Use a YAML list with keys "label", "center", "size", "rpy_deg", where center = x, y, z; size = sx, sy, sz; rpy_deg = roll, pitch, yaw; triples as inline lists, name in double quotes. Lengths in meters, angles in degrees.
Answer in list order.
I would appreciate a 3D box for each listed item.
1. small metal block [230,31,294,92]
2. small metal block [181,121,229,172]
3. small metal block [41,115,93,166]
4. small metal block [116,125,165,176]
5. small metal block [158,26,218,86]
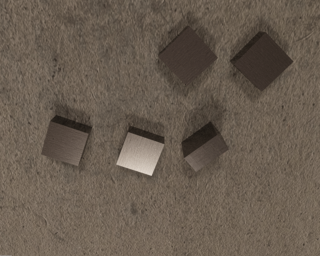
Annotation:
- label: "small metal block"
  center: [0.124, -0.082, 0.381]
  size: [0.050, 0.025, 0.050]
  rpy_deg: [40, 105, -14]
- label: "small metal block"
  center: [0.057, 0.023, 0.406]
  size: [0.050, 0.050, 0.025]
  rpy_deg: [-37, 106, 12]
- label: "small metal block"
  center: [-0.124, 0.017, 0.414]
  size: [0.050, 0.025, 0.050]
  rpy_deg: [19, 109, -8]
- label: "small metal block"
  center: [-0.026, 0.031, 0.421]
  size: [0.050, 0.025, 0.050]
  rpy_deg: [19, 109, -8]
- label: "small metal block"
  center: [0.033, -0.088, 0.378]
  size: [0.050, 0.025, 0.050]
  rpy_deg: [-42, 105, 13]
